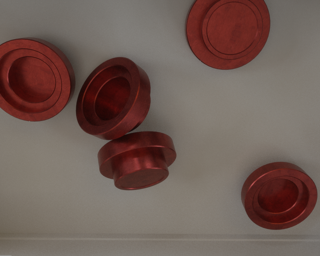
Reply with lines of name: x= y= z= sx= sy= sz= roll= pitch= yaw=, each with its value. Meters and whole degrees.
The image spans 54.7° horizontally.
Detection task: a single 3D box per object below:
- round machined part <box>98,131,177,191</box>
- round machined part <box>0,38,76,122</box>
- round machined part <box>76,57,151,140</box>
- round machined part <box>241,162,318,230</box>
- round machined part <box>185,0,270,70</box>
round machined part: x=-0.027 y=0.047 z=0.391 sx=0.099 sy=0.042 sz=0.098 roll=-12 pitch=151 yaw=-6
round machined part: x=-0.153 y=-0.060 z=0.378 sx=0.099 sy=0.042 sz=0.097 roll=0 pitch=110 yaw=-1
round machined part: x=-0.051 y=-0.032 z=0.371 sx=0.098 sy=0.098 sz=0.042 roll=-43 pitch=142 yaw=13
round machined part: x=0.164 y=0.091 z=0.438 sx=0.099 sy=0.042 sz=0.097 roll=0 pitch=110 yaw=-1
round machined part: x=0.080 y=-0.116 z=0.361 sx=0.099 sy=0.042 sz=0.097 roll=0 pitch=110 yaw=-1
